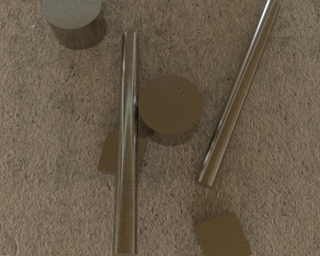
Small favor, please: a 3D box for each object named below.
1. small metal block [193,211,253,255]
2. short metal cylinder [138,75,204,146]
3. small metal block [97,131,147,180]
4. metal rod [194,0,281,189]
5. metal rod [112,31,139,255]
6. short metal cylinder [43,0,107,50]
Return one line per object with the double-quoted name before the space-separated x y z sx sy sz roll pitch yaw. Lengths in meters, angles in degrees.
"small metal block" 0.071 0.130 0.361 0.050 0.025 0.050 -18 71 -7
"short metal cylinder" 0.013 -0.021 0.403 0.081 0.050 0.080 0 70 0
"small metal block" -0.047 0.036 0.395 0.050 0.025 0.050 12 70 4
"metal rod" 0.113 -0.059 0.430 0.025 0.025 0.300 22 71 8
"metal rod" -0.039 -0.003 0.383 0.025 0.025 0.299 -1 61 -1
"short metal cylinder" -0.122 -0.162 0.453 0.081 0.050 0.080 0 70 0
